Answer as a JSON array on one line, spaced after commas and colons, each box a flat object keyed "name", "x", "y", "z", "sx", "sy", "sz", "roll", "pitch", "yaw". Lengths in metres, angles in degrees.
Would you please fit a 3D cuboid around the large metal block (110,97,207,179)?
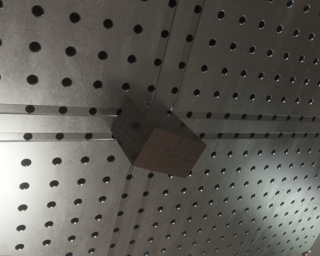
[{"name": "large metal block", "x": -0.004, "y": 0.012, "z": 0.383, "sx": 0.080, "sy": 0.080, "sz": 0.050, "roll": 19, "pitch": 108, "yaw": -36}]
